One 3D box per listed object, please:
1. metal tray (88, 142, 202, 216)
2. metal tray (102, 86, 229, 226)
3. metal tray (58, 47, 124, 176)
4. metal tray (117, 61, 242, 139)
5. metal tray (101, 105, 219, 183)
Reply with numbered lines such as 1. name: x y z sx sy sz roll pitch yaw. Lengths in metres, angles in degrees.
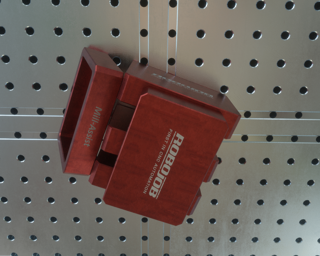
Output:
1. metal tray: -0.017 0.057 0.399 0.131 0.090 0.030 20 109 -8
2. metal tray: 0.003 0.032 0.326 0.090 0.030 0.129 20 109 -7
3. metal tray: -0.087 -0.021 0.367 0.030 0.090 0.129 12 111 -28
4. metal tray: 0.021 -0.036 0.364 0.131 0.090 0.030 20 109 -7
5. metal tray: 0.000 0.016 0.383 0.131 0.090 0.030 18 108 -8
